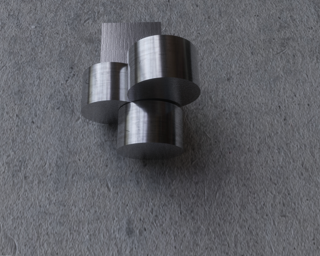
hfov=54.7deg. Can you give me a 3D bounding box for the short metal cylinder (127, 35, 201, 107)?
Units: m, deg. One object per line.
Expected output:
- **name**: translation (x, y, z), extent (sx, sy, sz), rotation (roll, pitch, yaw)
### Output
- **short metal cylinder**: translation (0.003, -0.060, 0.350), extent (0.081, 0.080, 0.050), rotation (-2, 70, -1)

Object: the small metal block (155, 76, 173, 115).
- **small metal block**: translation (0.007, -0.036, 0.412), extent (0.025, 0.050, 0.050), rotation (1, 70, 0)

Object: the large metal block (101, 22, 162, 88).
- **large metal block**: translation (-0.038, -0.098, 0.433), extent (0.081, 0.050, 0.080), rotation (-2, 70, -1)

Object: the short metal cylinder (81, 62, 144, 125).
- **short metal cylinder**: translation (-0.058, -0.041, 0.396), extent (0.081, 0.080, 0.050), rotation (-2, 70, -1)

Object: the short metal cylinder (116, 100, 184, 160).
- **short metal cylinder**: translation (-0.012, 0.005, 0.379), extent (0.081, 0.080, 0.050), rotation (0, 70, 0)
